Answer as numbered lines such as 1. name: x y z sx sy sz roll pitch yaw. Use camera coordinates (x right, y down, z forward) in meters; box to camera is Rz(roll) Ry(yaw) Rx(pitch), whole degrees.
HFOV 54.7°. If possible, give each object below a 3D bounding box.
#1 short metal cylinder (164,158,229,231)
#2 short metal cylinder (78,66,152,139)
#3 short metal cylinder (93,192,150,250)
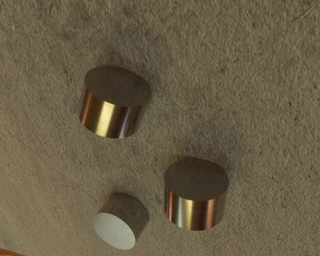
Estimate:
1. short metal cylinder: 0.045 0.083 0.399 0.080 0.080 0.050 13 124 21
2. short metal cylinder: -0.056 -0.033 0.381 0.080 0.080 0.050 30 128 9
3. short metal cylinder: -0.065 0.156 0.522 0.080 0.050 0.079 13 124 21
